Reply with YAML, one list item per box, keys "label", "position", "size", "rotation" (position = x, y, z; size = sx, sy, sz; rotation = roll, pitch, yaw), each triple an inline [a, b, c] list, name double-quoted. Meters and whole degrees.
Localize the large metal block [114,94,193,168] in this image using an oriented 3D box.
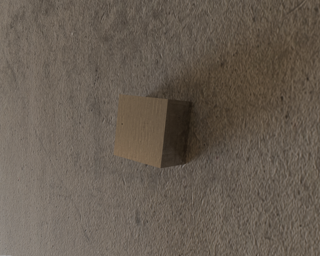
- label: "large metal block"
  position: [-0.010, 0.001, 0.396]
  size: [0.080, 0.050, 0.079]
  rotation: [10, 97, 39]
